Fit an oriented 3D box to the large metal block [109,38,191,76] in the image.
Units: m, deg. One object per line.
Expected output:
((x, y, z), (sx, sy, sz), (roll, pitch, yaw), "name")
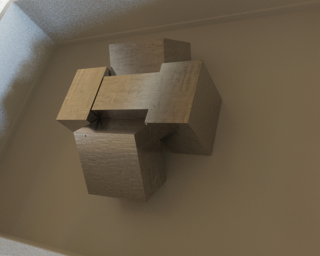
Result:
((-0.010, -0.089, 0.422), (0.080, 0.080, 0.050), (2, 100, 29), "large metal block")

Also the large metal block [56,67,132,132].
((-0.084, -0.027, 0.430), (0.050, 0.080, 0.080), (1, 62, 29), "large metal block")

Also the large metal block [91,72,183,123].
((-0.025, -0.025, 0.397), (0.080, 0.080, 0.050), (1, 62, 28), "large metal block")

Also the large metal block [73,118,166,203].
((-0.045, 0.034, 0.363), (0.080, 0.079, 0.050), (1, 21, 27), "large metal block")

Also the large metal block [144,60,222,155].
((0.032, -0.022, 0.366), (0.050, 0.080, 0.080), (1, 62, 29), "large metal block")
